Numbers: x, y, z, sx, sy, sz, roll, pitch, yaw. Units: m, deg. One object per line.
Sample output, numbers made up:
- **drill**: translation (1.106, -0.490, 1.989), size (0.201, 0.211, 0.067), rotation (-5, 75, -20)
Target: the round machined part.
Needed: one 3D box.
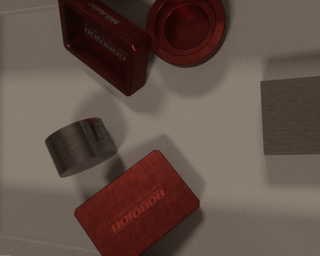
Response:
- **round machined part**: translation (0.035, -0.124, 0.388), size (0.098, 0.042, 0.097), rotation (0, 90, 19)

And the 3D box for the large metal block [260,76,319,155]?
- **large metal block**: translation (0.156, -0.013, 0.342), size (0.080, 0.050, 0.079), rotation (-3, 89, 19)

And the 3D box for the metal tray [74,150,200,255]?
- **metal tray**: translation (-0.027, 0.101, 0.390), size (0.130, 0.030, 0.090), rotation (-37, 77, -9)

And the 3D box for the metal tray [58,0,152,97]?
- **metal tray**: translation (-0.074, -0.111, 0.403), size (0.130, 0.089, 0.030), rotation (38, 58, 15)

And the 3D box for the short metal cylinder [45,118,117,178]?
- **short metal cylinder**: translation (-0.106, 0.027, 0.417), size (0.080, 0.080, 0.050), rotation (-29, 81, 17)
